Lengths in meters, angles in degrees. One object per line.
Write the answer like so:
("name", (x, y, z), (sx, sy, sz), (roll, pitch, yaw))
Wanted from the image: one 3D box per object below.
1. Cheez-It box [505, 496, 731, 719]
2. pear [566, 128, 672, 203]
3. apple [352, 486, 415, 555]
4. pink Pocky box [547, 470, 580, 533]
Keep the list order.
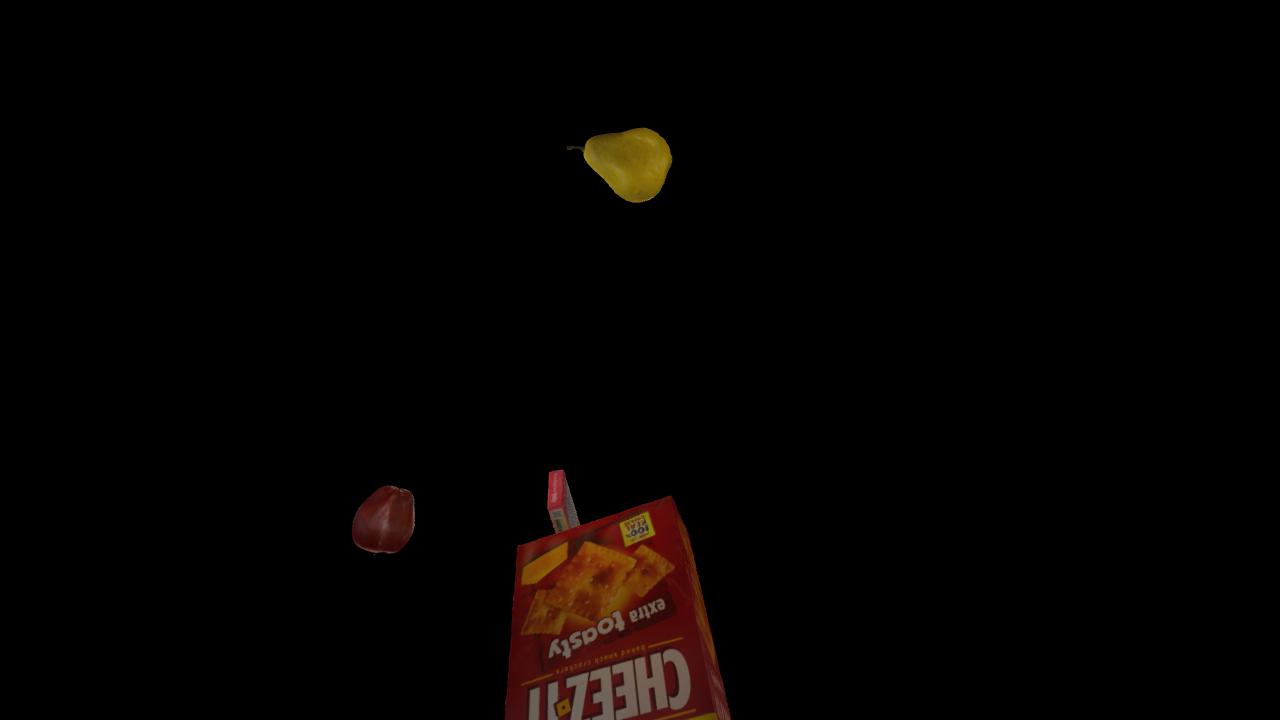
("Cheez-It box", (-0.025, 0.239, 0.521), (0.166, 0.071, 0.223), (-20, 35, 6))
("pear", (-0.023, -0.223, 0.674), (0.111, 0.080, 0.080), (23, -5, -12))
("apple", (-0.345, 0.218, 0.833), (0.079, 0.093, 0.079), (16, -12, 3))
("pink Pocky box", (-0.127, 0.270, 1.048), (0.029, 0.155, 0.084), (-9, 35, 0))
